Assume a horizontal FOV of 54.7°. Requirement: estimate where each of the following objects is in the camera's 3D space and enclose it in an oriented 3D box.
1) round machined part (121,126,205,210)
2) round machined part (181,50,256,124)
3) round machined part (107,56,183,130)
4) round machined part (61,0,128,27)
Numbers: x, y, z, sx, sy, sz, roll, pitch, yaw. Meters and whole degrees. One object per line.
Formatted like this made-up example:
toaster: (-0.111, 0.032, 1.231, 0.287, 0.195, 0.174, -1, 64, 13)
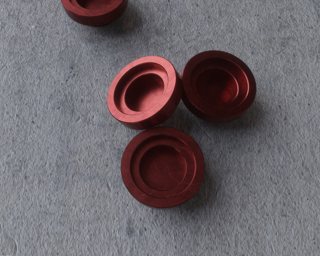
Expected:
round machined part: (0.003, 0.050, 0.381, 0.099, 0.042, 0.098, 0, 70, 0)
round machined part: (0.073, -0.051, 0.414, 0.099, 0.042, 0.098, 3, 69, -7)
round machined part: (-0.016, -0.041, 0.400, 0.098, 0.042, 0.098, -13, 59, 22)
round machined part: (-0.097, -0.194, 0.469, 0.099, 0.042, 0.098, 0, 70, 0)
